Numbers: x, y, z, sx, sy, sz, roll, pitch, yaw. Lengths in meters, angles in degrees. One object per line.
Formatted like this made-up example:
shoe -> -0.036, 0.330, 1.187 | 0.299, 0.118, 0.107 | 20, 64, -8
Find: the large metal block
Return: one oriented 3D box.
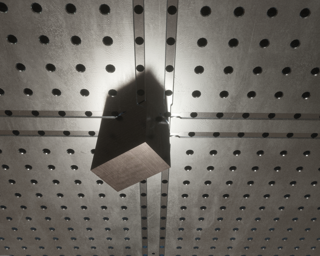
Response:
large metal block -> -0.035, 0.022, 0.394 | 0.080, 0.080, 0.050 | -28, 125, 21
